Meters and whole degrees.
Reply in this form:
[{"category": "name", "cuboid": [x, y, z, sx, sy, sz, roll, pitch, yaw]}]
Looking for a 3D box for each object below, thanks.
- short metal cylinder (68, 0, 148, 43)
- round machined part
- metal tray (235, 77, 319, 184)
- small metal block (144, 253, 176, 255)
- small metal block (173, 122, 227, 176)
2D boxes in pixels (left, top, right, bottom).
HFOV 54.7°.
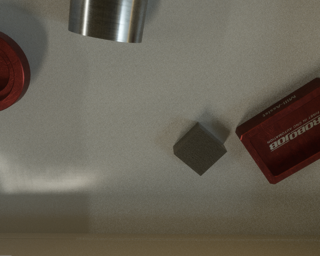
[{"category": "short metal cylinder", "cuboid": [-0.056, -0.125, 0.335, 0.081, 0.080, 0.050, 9, 110, -4]}, {"category": "round machined part", "cuboid": [-0.206, -0.071, 0.373, 0.099, 0.042, 0.097, 0, 110, -1]}, {"category": "metal tray", "cuboid": [0.180, 0.006, 0.413, 0.130, 0.030, 0.090, -34, 107, 11]}, {"category": "small metal block", "cuboid": [0.000, 0.230, 0.498, 0.050, 0.025, 0.050, -1, 110, 0]}, {"category": "small metal block", "cuboid": [0.054, 0.029, 0.423, 0.050, 0.025, 0.050, 40, 105, -14]}]
